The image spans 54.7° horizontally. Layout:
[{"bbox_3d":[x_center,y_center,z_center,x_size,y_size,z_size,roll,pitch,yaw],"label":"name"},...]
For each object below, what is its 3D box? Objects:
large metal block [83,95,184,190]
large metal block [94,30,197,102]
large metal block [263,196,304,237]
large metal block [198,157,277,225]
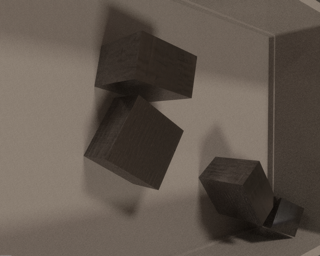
[{"bbox_3d":[-0.029,0.018,0.368,0.080,0.050,0.080,38,67,-34],"label":"large metal block"},{"bbox_3d":[-0.017,-0.065,0.358,0.081,0.080,0.050,13,82,-40],"label":"large metal block"},{"bbox_3d":[0.179,0.137,0.520,0.080,0.080,0.050,27,82,-37],"label":"large metal block"},{"bbox_3d":[0.119,0.093,0.473,0.050,0.080,0.080,-44,117,-31],"label":"large metal block"}]
